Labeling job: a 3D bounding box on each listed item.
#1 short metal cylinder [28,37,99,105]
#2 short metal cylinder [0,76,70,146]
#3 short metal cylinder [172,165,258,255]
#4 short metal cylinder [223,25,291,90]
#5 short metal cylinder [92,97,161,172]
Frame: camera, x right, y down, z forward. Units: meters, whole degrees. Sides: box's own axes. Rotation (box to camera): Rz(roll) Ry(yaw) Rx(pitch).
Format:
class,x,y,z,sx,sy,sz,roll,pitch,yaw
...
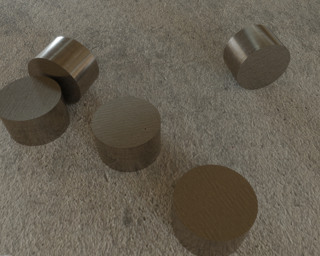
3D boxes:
class,x,y,z,sx,sy,sz,roll,pitch,yaw
short metal cylinder,-0.133,-0.079,0.433,0.080,0.080,0.050,17,52,14
short metal cylinder,-0.164,-0.023,0.405,0.080,0.050,0.080,0,50,0
short metal cylinder,0.053,0.085,0.316,0.080,0.050,0.080,0,50,0
short metal cylinder,0.140,-0.103,0.454,0.081,0.080,0.050,-12,51,-10
short metal cylinder,-0.039,0.007,0.381,0.080,0.050,0.080,0,50,0
